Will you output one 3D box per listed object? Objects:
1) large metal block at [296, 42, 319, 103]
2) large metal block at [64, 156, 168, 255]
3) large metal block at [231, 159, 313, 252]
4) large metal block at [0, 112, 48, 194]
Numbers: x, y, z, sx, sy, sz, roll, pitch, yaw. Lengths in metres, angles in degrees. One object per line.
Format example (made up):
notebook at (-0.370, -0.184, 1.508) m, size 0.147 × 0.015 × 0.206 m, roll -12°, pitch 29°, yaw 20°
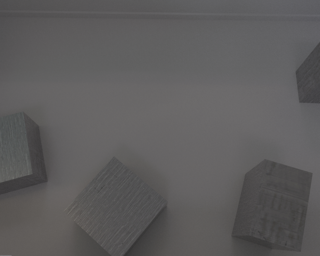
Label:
large metal block at (0.238, -0.071, 0.408) m, size 0.080 × 0.080 × 0.050 m, roll 2°, pitch 70°, yaw 1°
large metal block at (-0.048, 0.094, 0.362) m, size 0.080 × 0.050 × 0.080 m, roll 38°, pitch 74°, yaw 12°
large metal block at (0.123, 0.089, 0.349) m, size 0.050 × 0.080 × 0.080 m, roll 17°, pitch 71°, yaw 6°
large metal block at (-0.194, 0.035, 0.382) m, size 0.081 × 0.050 × 0.080 m, roll -15°, pitch 71°, yaw -6°
